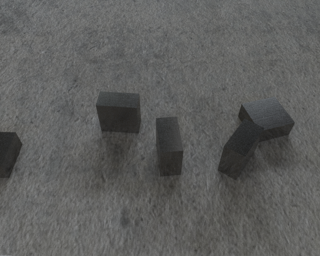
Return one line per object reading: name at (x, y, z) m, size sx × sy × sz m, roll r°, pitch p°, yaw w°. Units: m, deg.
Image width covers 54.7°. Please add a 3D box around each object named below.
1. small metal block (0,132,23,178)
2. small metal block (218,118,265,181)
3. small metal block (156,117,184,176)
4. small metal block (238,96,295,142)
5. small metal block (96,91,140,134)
small metal block at (-0.203, 0.032, 0.374) m, size 0.050 × 0.025 × 0.050 m, roll 1°, pitch 50°, yaw 1°
small metal block at (0.095, 0.026, 0.367) m, size 0.025 × 0.050 × 0.050 m, roll 29°, pitch 56°, yaw 22°
small metal block at (0.010, 0.022, 0.368) m, size 0.025 × 0.050 × 0.050 m, roll -4°, pitch 50°, yaw -4°
small metal block at (0.141, -0.012, 0.415) m, size 0.050 × 0.025 × 0.050 m, roll -13°, pitch 51°, yaw -11°
small metal block at (-0.052, -0.020, 0.403) m, size 0.050 × 0.050 × 0.025 m, roll 4°, pitch 50°, yaw 2°
